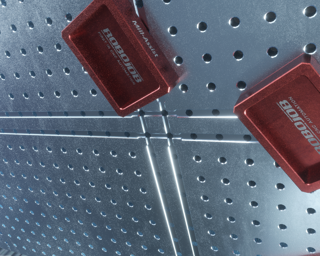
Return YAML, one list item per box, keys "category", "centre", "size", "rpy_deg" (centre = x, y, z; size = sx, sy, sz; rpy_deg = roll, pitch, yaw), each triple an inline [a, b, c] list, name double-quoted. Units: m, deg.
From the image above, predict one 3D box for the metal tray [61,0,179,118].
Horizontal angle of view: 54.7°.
- category: "metal tray"
  centre: [-0.049, -0.086, 0.378]
  size: [0.090, 0.030, 0.130]
  rpy_deg: [-26, 105, 36]

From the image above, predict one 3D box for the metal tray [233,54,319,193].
- category: "metal tray"
  centre: [0.154, 0.000, 0.326]
  size: [0.130, 0.030, 0.090]
  rpy_deg: [48, 128, -6]
